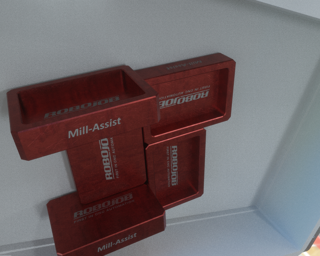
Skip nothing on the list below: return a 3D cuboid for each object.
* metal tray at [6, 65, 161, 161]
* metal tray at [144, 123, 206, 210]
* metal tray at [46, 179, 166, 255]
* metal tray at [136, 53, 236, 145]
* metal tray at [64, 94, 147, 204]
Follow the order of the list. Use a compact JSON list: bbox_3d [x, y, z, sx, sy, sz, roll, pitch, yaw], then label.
[{"bbox_3d":[-0.076,-0.022,0.307,0.131,0.090,0.030,-17,125,-19],"label":"metal tray"},{"bbox_3d":[0.019,0.058,0.451,0.091,0.030,0.129,-16,125,-20],"label":"metal tray"},{"bbox_3d":[-0.069,0.112,0.396,0.131,0.090,0.030,-16,125,-20],"label":"metal tray"},{"bbox_3d":[0.032,-0.039,0.398,0.131,0.030,0.089,-16,125,-20],"label":"metal tray"},{"bbox_3d":[-0.068,0.026,0.382,0.091,0.030,0.129,-16,125,-20],"label":"metal tray"}]
